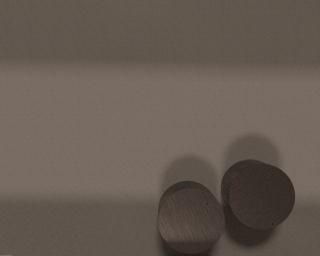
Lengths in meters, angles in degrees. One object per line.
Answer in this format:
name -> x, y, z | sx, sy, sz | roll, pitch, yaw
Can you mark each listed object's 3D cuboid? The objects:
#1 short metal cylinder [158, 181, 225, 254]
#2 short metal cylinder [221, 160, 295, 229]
short metal cylinder -> 0.038, 0.112, 0.400 | 0.081, 0.050, 0.079 | 0, 90, -1
short metal cylinder -> 0.124, 0.083, 0.401 | 0.081, 0.050, 0.079 | 0, 90, -1
